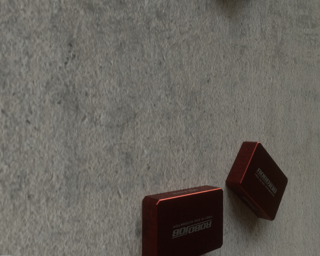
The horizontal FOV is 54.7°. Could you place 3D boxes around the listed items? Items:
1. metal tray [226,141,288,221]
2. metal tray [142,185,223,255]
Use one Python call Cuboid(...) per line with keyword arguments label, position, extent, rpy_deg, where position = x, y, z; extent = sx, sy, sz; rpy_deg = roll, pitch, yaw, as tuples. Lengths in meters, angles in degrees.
Cuboid(label="metal tray", position=(0.177, 0.095, 0.553), extent=(0.130, 0.030, 0.090), rpy_deg=(45, 63, -31))
Cuboid(label="metal tray", position=(0.036, 0.134, 0.434), extent=(0.131, 0.030, 0.089), rpy_deg=(0, 90, -40))
